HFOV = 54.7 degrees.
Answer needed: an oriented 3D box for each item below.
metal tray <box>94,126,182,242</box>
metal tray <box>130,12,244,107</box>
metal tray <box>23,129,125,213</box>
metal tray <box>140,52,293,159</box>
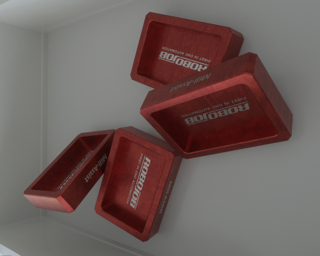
[{"bbox_3d":[-0.031,0.073,0.415,0.090,0.030,0.129,23,105,23],"label":"metal tray"},{"bbox_3d":[0.027,-0.085,0.381,0.130,0.030,0.089,27,107,37],"label":"metal tray"},{"bbox_3d":[-0.120,0.057,0.444,0.090,0.130,0.030,-6,126,40],"label":"metal tray"},{"bbox_3d":[0.055,-0.014,0.320,0.130,0.090,0.030,-16,39,39],"label":"metal tray"}]
